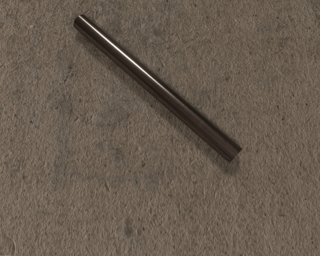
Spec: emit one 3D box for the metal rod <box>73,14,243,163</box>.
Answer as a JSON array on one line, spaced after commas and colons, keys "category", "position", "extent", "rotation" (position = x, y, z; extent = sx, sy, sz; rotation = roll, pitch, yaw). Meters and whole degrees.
[{"category": "metal rod", "position": [-0.011, -0.062, 0.430], "extent": [0.300, 0.025, 0.025], "rotation": [42, 75, 13]}]
